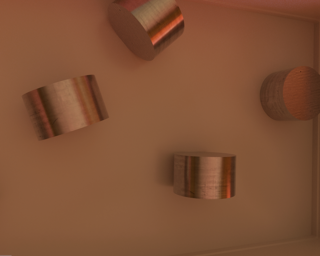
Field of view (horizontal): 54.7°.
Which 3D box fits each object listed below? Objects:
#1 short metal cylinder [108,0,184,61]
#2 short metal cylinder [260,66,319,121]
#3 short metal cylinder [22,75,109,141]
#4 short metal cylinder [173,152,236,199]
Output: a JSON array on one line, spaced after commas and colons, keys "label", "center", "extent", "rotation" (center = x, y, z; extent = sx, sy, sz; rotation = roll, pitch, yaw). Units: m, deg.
[{"label": "short metal cylinder", "center": [-0.017, -0.129, 0.376], "extent": [0.050, 0.080, 0.080], "rotation": [-44, 104, -15]}, {"label": "short metal cylinder", "center": [0.202, -0.051, 0.474], "extent": [0.081, 0.050, 0.079], "rotation": [0, 90, -21]}, {"label": "short metal cylinder", "center": [-0.103, -0.023, 0.344], "extent": [0.081, 0.080, 0.050], "rotation": [-20, 97, -19]}, {"label": "short metal cylinder", "center": [0.058, 0.059, 0.404], "extent": [0.081, 0.080, 0.050], "rotation": [1, 90, -20]}]
